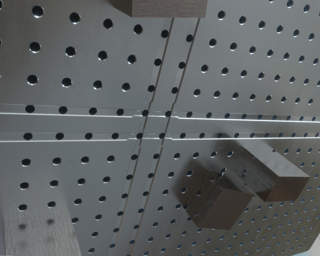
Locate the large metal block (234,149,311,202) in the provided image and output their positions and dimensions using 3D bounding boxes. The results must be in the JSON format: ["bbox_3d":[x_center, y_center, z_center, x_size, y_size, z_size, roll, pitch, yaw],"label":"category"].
[{"bbox_3d":[0.191,0.080,0.533,0.081,0.080,0.050,6,115,-32],"label":"large metal block"}]

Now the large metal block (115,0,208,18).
[{"bbox_3d":[0.003,-0.154,0.302,0.081,0.050,0.079,-9,123,-24],"label":"large metal block"}]

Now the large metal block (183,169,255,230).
[{"bbox_3d":[0.100,0.124,0.529,0.081,0.050,0.080,18,109,-36],"label":"large metal block"}]

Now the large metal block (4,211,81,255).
[{"bbox_3d":[-0.151,0.157,0.392,0.081,0.080,0.050,-1,119,-28],"label":"large metal block"}]
